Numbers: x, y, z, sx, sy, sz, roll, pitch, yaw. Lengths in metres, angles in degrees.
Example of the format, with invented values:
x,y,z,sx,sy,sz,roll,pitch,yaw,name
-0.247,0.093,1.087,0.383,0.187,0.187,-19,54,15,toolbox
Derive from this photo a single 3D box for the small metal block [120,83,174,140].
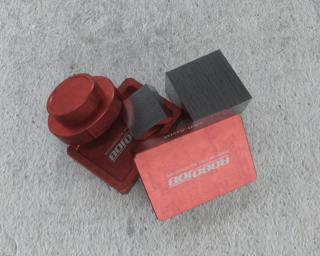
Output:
x,y,z,sx,sy,sz,roll,pitch,yaw,name
-0.019,-0.020,0.392,0.050,0.025,0.050,-36,74,17,small metal block

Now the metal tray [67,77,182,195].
x,y,z,sx,sy,sz,roll,pitch,yaw,name
-0.043,0.008,0.402,0.090,0.030,0.130,33,73,11,metal tray

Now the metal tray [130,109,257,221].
x,y,z,sx,sy,sz,roll,pitch,yaw,name
0.041,0.043,0.367,0.131,0.030,0.090,-22,108,-7,metal tray

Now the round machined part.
x,y,z,sx,sy,sz,roll,pitch,yaw,name
-0.101,-0.030,0.388,0.098,0.042,0.098,-15,49,18,round machined part

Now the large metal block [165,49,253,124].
x,y,z,sx,sy,sz,roll,pitch,yaw,name
0.061,-0.046,0.413,0.080,0.050,0.080,-25,72,-9,large metal block
